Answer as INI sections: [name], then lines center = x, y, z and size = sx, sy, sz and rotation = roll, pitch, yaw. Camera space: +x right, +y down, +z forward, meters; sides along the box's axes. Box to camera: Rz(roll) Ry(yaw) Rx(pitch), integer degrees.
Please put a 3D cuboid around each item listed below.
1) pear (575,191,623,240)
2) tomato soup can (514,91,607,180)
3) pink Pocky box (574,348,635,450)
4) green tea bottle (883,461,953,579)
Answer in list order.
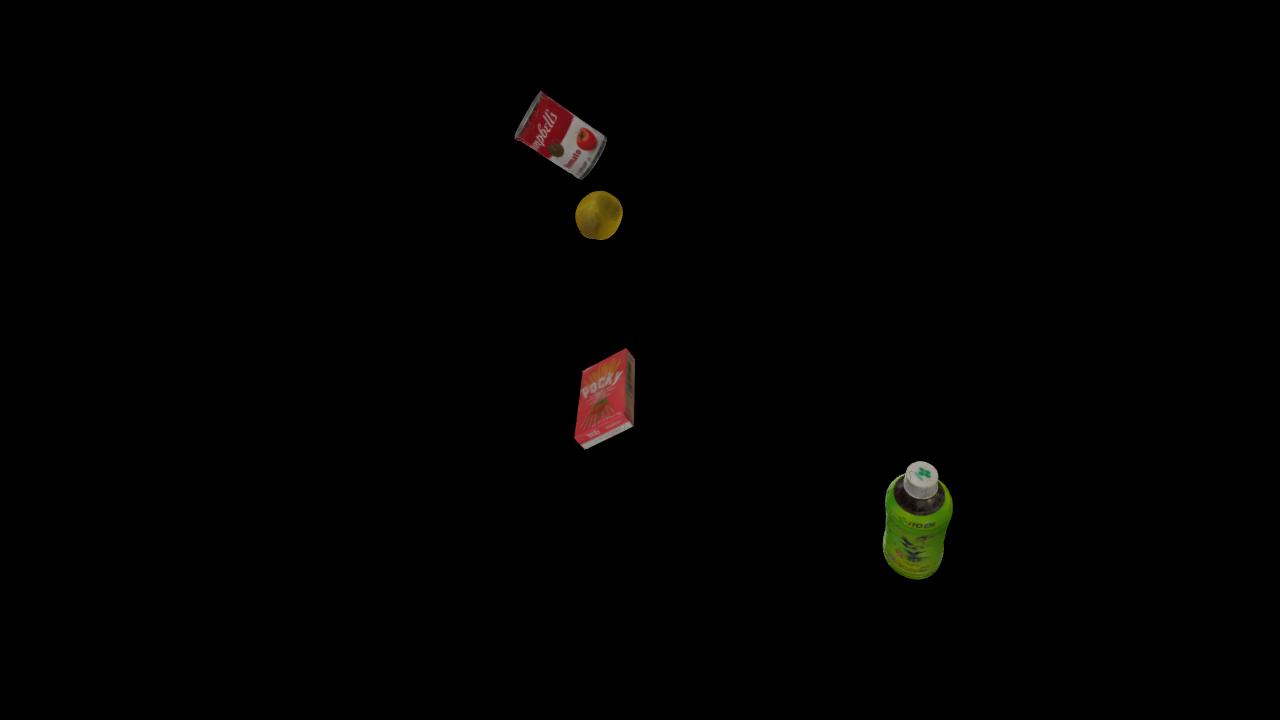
[pear]
center = -0.078, -0.227, 1.015
size = 0.080, 0.080, 0.111
rotation = 0, -20, -32
[tomato soup can]
center = -0.102, -0.290, 0.800
size = 0.101, 0.068, 0.068
rotation = 28, -13, -24
[pink Pocky box]
center = -0.048, 0.052, 0.885
size = 0.084, 0.029, 0.155
rotation = -27, 32, 19
[green tea bottle]
center = 0.313, 0.180, 0.698
size = 0.073, 0.073, 0.212
rotation = 0, -38, 23
